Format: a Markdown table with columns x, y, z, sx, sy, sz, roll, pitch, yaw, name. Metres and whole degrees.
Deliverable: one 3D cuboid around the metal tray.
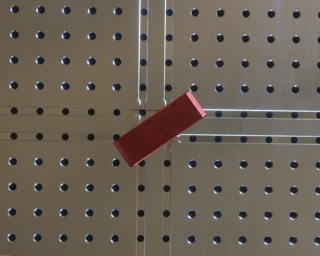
| x | y | z | sx | sy | sz | roll | pitch | yaw | name |
| --- | --- | --- | --- | --- | --- | --- | --- | --- | --- |
| 0.000 | 0.001 | 0.361 | 0.090 | 0.130 | 0.030 | -35 | 90 | 0 | metal tray |
